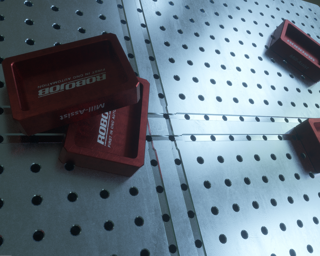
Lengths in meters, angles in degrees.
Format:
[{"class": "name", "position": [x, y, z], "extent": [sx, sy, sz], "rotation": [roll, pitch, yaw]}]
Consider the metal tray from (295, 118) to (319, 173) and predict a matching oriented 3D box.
[{"class": "metal tray", "position": [0.313, 0.027, 0.555], "extent": [0.131, 0.030, 0.090], "rotation": [-3, 63, -29]}]

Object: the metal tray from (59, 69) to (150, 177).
[{"class": "metal tray", "position": [-0.063, -0.013, 0.378], "extent": [0.091, 0.030, 0.130], "rotation": [15, 55, -19]}]

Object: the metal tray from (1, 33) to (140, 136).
[{"class": "metal tray", "position": [-0.098, -0.053, 0.346], "extent": [0.131, 0.030, 0.090], "rotation": [-18, 60, -14]}]

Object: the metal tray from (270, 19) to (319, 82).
[{"class": "metal tray", "position": [0.306, -0.168, 0.670], "extent": [0.130, 0.030, 0.090], "rotation": [34, 51, -6]}]
